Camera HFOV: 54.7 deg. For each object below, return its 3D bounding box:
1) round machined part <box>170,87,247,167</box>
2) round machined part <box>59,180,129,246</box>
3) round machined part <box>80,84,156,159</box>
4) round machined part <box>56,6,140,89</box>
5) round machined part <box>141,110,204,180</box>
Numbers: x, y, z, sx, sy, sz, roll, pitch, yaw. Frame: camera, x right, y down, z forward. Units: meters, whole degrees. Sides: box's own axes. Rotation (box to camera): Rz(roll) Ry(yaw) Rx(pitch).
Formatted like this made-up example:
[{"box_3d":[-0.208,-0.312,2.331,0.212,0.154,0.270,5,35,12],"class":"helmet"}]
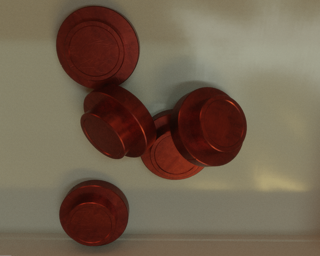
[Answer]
[{"box_3d":[0.065,-0.003,0.374,0.099,0.042,0.098,5,79,-27],"class":"round machined part"},{"box_3d":[-0.095,0.127,0.443,0.099,0.042,0.097,0,104,-2],"class":"round machined part"},{"box_3d":[-0.056,-0.001,0.373,0.098,0.042,0.097,26,141,23],"class":"round machined part"},{"box_3d":[-0.074,-0.093,0.367,0.099,0.042,0.097,0,110,0],"class":"round machined part"},{"box_3d":[0.021,0.027,0.412,0.099,0.042,0.097,0,110,0],"class":"round machined part"}]
